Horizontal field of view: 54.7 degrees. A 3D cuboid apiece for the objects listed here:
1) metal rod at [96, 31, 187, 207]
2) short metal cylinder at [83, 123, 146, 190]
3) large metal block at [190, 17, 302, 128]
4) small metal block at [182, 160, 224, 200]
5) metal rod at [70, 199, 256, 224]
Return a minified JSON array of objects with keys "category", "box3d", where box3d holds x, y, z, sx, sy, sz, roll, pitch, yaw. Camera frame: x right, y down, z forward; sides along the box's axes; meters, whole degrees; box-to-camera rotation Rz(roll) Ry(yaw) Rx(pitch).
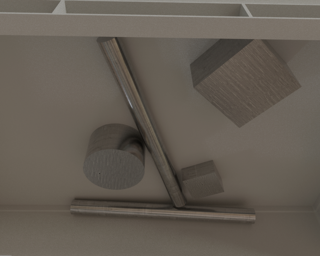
[{"category":"metal rod","box3d":[-0.011,0.012,0.419,0.025,0.025,0.299,-14,129,11]},{"category":"short metal cylinder","box3d":[-0.061,0.040,0.426,0.081,0.050,0.079,0,130,0]},{"category":"large metal block","box3d":[0.092,-0.059,0.344,0.080,0.050,0.080,37,121,-27]},{"category":"small metal block","box3d":[0.067,0.081,0.479,0.050,0.025,0.050,-18,128,14]},{"category":"metal rod","box3d":[0.004,0.139,0.517,0.302,0.025,0.025,3,130,1]}]
